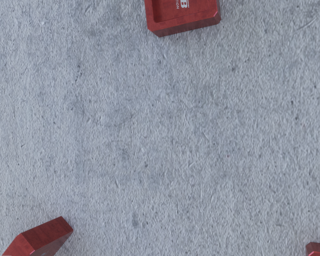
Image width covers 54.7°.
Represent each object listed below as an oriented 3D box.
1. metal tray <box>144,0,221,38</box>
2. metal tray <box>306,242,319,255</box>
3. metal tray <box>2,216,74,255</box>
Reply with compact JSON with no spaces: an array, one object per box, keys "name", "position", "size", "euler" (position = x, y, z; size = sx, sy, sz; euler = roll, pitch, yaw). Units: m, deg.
[{"name":"metal tray","position":[0.024,-0.192,0.397],"size":[0.090,0.030,0.129],"euler":[-7,88,19]},{"name":"metal tray","position":[0.227,0.177,0.326],"size":[0.130,0.030,0.089],"euler":[0,90,19]},{"name":"metal tray","position":[-0.193,0.192,0.442],"size":[0.030,0.090,0.130],"euler":[43,103,15]}]
